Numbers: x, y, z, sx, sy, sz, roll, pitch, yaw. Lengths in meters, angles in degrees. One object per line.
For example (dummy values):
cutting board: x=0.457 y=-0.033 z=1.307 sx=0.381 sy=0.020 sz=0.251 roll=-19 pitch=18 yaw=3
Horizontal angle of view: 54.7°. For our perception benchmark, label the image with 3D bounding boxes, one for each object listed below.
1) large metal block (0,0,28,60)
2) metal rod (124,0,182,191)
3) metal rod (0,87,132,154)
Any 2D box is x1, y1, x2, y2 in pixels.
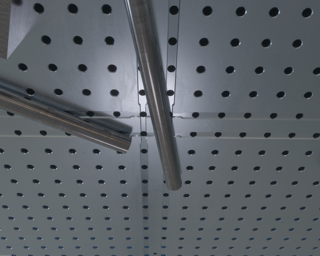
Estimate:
large metal block: x=-0.173 y=-0.122 z=0.289 sx=0.081 sy=0.050 sz=0.079 roll=16 pitch=128 yaw=-14
metal rod: x=-0.001 y=-0.023 z=0.391 sx=0.025 sy=0.025 sz=0.298 roll=-7 pitch=130 yaw=6
metal rod: x=-0.177 y=-0.030 z=0.384 sx=0.302 sy=0.025 sz=0.025 roll=22 pitch=127 yaw=-18
